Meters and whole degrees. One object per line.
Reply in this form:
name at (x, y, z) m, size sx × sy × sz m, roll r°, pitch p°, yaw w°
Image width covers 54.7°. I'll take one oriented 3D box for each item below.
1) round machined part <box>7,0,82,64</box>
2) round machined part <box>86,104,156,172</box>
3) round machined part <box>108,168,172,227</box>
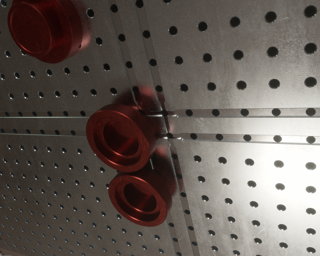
round machined part at (-0.154, -0.130, 0.399) m, size 0.098 × 0.042 × 0.097 m, roll 13°, pitch 124°, yaw 20°
round machined part at (-0.050, 0.010, 0.431) m, size 0.098 × 0.042 × 0.097 m, roll 13°, pitch 124°, yaw 20°
round machined part at (-0.026, 0.100, 0.474) m, size 0.098 × 0.042 × 0.097 m, roll 13°, pitch 124°, yaw 20°
